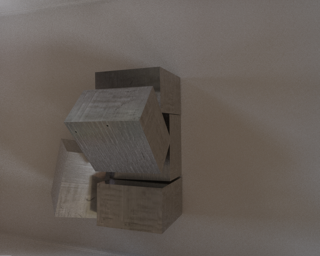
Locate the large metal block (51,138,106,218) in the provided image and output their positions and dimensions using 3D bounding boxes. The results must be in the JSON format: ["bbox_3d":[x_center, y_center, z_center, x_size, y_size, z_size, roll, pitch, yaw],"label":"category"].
[{"bbox_3d":[-0.108,0.063,0.408,0.050,0.080,0.079,10,95,-24],"label":"large metal block"}]

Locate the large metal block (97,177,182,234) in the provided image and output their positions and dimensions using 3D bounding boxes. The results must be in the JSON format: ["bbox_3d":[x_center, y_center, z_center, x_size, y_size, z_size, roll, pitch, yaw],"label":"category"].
[{"bbox_3d":[-0.022,0.090,0.386,0.080,0.080,0.050,1,90,19],"label":"large metal block"}]

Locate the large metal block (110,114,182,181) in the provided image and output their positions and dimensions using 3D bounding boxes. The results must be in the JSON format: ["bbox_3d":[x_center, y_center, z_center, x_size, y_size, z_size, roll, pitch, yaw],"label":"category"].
[{"bbox_3d":[-0.018,0.023,0.403,0.080,0.050,0.079,-1,90,19],"label":"large metal block"}]

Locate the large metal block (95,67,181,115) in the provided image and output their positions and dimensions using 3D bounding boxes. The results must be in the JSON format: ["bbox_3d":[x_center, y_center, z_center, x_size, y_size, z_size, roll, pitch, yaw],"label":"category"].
[{"bbox_3d":[-0.024,-0.041,0.386,0.080,0.080,0.050,-1,90,19],"label":"large metal block"}]

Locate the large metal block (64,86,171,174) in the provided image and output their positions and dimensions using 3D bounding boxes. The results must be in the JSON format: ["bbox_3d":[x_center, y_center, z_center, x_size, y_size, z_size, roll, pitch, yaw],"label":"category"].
[{"bbox_3d":[-0.041,0.004,0.333,0.080,0.080,0.050,-1,45,19],"label":"large metal block"}]
